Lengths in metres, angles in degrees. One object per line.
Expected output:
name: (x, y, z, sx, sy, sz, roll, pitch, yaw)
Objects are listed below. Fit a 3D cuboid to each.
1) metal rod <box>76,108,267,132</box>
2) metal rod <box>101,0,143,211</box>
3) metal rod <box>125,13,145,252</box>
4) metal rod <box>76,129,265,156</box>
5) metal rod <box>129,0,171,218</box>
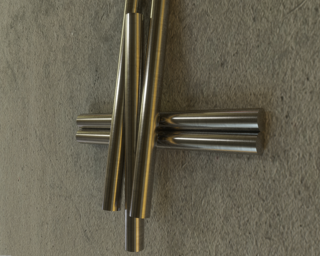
metal rod: (-0.011, -0.010, 0.414, 0.300, 0.025, 0.025, 1, 91, 39)
metal rod: (-0.049, -0.042, 0.417, 0.025, 0.025, 0.298, 0, 82, 39)
metal rod: (-0.032, 0.005, 0.398, 0.025, 0.025, 0.298, 0, 90, 39)
metal rod: (-0.012, 0.015, 0.415, 0.300, 0.025, 0.025, 1, 91, 39)
metal rod: (-0.010, -0.042, 0.385, 0.025, 0.025, 0.298, 0, 82, 39)
